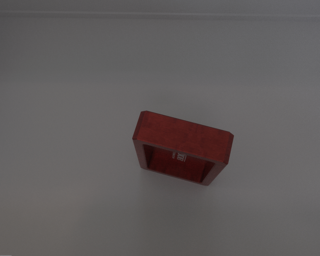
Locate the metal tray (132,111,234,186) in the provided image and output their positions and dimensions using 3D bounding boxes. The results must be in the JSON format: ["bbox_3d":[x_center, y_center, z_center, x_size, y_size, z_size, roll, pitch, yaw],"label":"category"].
[{"bbox_3d":[0.022,0.028,0.344,0.090,0.130,0.030,15,71,5],"label":"metal tray"}]
